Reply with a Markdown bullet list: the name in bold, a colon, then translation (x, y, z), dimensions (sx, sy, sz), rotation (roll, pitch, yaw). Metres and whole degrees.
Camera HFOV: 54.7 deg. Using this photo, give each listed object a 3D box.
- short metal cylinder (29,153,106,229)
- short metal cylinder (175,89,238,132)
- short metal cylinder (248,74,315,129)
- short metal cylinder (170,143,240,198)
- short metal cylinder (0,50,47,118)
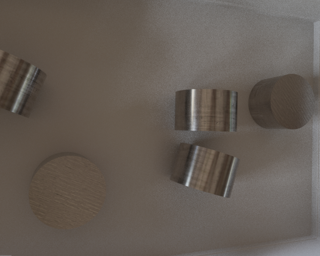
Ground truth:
- **short metal cylinder**: translation (-0.107, 0.070, 0.358), dimensions (0.081, 0.050, 0.079), rotation (0, 90, -21)
- **short metal cylinder**: translation (0.060, -0.021, 0.405), dimensions (0.081, 0.080, 0.050), rotation (2, 90, -20)
- **short metal cylinder**: translation (0.182, -0.038, 0.467), dimensions (0.081, 0.050, 0.079), rotation (0, 90, -21)
- **short metal cylinder**: translation (0.058, 0.055, 0.404), dimensions (0.081, 0.080, 0.050), rotation (19, 84, -20)
- **short metal cylinder**: translation (-0.166, -0.048, 0.320), dimensions (0.080, 0.080, 0.050), rotation (22, 83, -19)
